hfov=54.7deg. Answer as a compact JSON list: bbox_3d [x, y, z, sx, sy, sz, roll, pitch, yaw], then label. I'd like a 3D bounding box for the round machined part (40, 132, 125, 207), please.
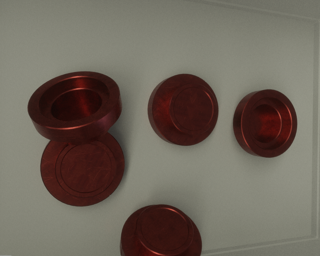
[{"bbox_3d":[-0.090,0.045,0.369,0.099,0.042,0.097,0,90,-21],"label":"round machined part"}]

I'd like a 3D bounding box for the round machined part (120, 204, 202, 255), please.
[{"bbox_3d":[0.003,0.132,0.372,0.099,0.098,0.042,-5,131,-20],"label":"round machined part"}]

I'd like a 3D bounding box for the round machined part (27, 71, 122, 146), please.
[{"bbox_3d":[-0.092,-0.019,0.349,0.099,0.098,0.042,-24,138,-19],"label":"round machined part"}]

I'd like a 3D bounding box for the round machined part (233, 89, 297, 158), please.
[{"bbox_3d":[0.150,-0.006,0.459,0.099,0.042,0.097,0,90,-21],"label":"round machined part"}]

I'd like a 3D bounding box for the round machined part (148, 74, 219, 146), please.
[{"bbox_3d":[0.037,-0.025,0.416,0.099,0.042,0.097,0,90,-21],"label":"round machined part"}]
